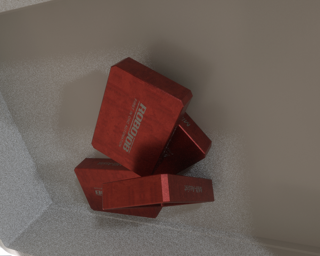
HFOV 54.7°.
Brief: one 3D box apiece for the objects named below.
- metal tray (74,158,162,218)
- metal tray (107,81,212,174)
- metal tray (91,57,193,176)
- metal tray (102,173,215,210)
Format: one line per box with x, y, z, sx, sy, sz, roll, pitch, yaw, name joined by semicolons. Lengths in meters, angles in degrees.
-0.066;0.095;0.497;0.130;0.030;0.089;-2;118;28;metal tray
-0.007;0.001;0.409;0.130;0.030;0.090;48;128;-6;metal tray
-0.027;-0.008;0.374;0.090;0.030;0.129;30;128;8;metal tray
0.002;0.083;0.392;0.090;0.131;0.030;-14;72;29;metal tray
